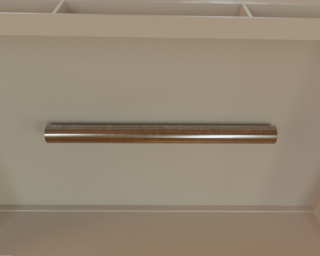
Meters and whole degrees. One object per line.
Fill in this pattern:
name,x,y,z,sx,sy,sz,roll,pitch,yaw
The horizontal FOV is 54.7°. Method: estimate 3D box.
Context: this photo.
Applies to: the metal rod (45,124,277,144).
metal rod,0.002,0.008,0.414,0.302,0.025,0.025,0,130,-1
